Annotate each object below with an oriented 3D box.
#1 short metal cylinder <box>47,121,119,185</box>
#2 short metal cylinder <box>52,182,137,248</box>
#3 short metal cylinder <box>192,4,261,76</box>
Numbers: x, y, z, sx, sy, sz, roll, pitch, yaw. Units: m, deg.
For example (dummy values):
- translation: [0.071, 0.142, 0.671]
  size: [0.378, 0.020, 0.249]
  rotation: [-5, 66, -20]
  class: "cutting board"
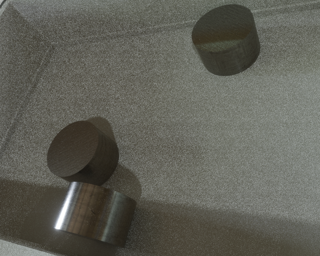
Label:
- translation: [-0.103, 0.037, 0.419]
  size: [0.080, 0.050, 0.080]
  rotation: [-13, 56, 20]
  class: "short metal cylinder"
- translation: [-0.072, 0.098, 0.346]
  size: [0.080, 0.080, 0.050]
  rotation: [2, 63, 29]
  class: "short metal cylinder"
- translation: [0.089, -0.117, 0.414]
  size: [0.080, 0.050, 0.080]
  rotation: [-13, 56, 20]
  class: "short metal cylinder"
